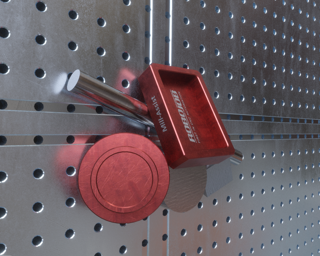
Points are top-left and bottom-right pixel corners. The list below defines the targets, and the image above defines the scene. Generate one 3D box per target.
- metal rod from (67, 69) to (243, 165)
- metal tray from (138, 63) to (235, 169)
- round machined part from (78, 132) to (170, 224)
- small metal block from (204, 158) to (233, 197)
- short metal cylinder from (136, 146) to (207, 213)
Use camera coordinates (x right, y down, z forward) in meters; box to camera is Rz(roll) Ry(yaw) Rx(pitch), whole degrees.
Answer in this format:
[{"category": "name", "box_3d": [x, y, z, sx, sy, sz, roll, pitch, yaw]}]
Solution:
[{"category": "metal rod", "box_3d": [0.017, -0.001, 0.419, 0.302, 0.025, 0.025, 25, 75, -37]}, {"category": "metal tray", "box_3d": [0.033, -0.017, 0.391, 0.091, 0.030, 0.130, 0, 61, -41]}, {"category": "round machined part", "box_3d": [-0.038, 0.053, 0.332, 0.099, 0.042, 0.097, 1, 86, -7]}, {"category": "small metal block", "box_3d": [0.077, 0.065, 0.456, 0.050, 0.025, 0.050, -29, 125, -20]}, {"category": "short metal cylinder", "box_3d": [0.015, 0.064, 0.401, 0.081, 0.050, 0.079, 0, 90, -40]}]
